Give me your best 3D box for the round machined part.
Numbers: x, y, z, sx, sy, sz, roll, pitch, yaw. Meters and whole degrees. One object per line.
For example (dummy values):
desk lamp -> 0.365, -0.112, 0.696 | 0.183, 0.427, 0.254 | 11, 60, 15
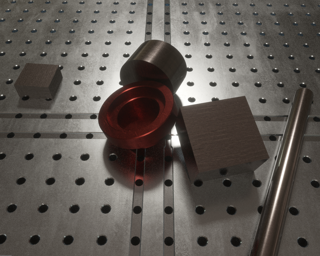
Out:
round machined part -> -0.025, -0.012, 0.396 | 0.098, 0.042, 0.098 | -10, 48, 12

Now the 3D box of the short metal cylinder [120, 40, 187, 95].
short metal cylinder -> -0.009, -0.076, 0.435 | 0.080, 0.080, 0.050 | 19, 51, 15

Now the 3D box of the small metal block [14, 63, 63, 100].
small metal block -> -0.181, -0.071, 0.465 | 0.050, 0.025, 0.050 | 4, 50, 3

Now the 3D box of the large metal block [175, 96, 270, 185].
large metal block -> 0.069, 0.014, 0.368 | 0.081, 0.050, 0.080 | -10, 66, -9

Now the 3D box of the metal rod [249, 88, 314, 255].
metal rod -> 0.145, 0.055, 0.362 | 0.025, 0.025, 0.301 | 20, 53, 16
